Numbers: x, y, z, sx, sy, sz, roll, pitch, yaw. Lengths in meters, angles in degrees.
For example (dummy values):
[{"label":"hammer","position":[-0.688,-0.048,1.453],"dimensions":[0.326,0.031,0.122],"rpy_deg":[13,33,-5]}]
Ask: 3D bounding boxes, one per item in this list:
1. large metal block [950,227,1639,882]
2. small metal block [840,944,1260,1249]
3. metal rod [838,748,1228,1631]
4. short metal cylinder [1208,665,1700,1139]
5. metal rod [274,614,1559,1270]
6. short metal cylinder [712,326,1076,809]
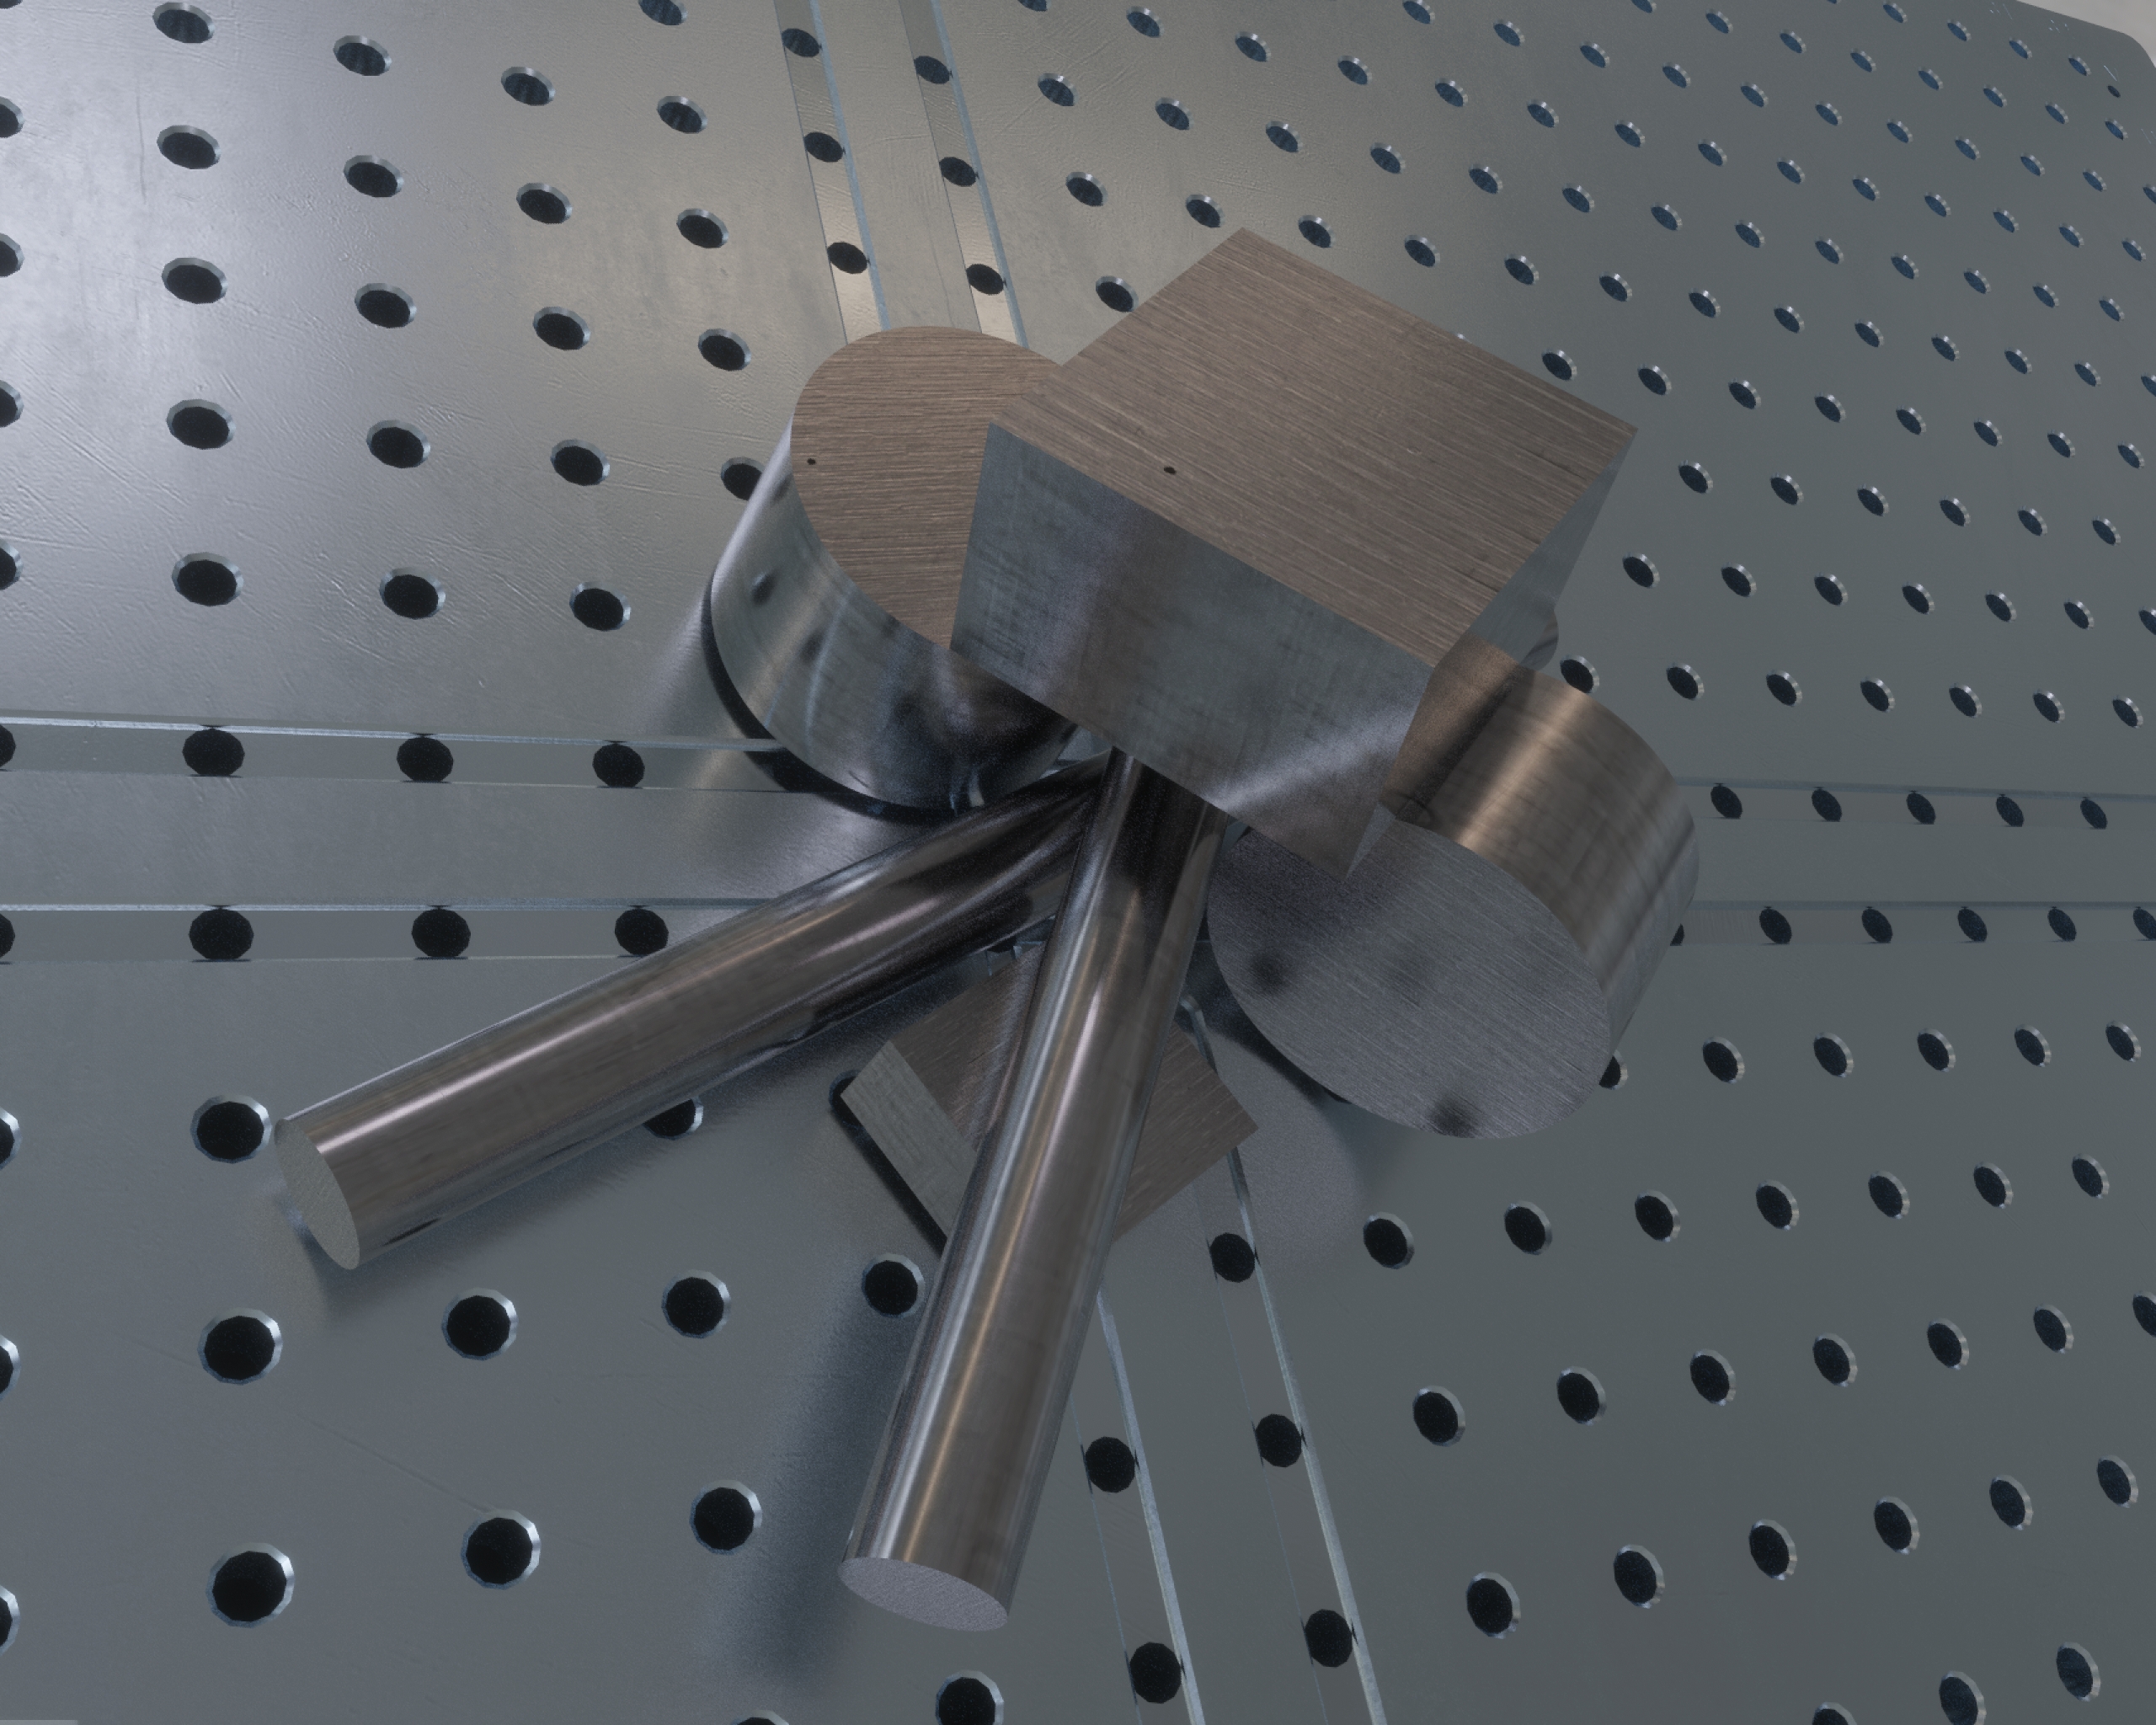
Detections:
[{"label":"large metal block","position":[0.037,-0.056,0.360],"dimensions":[0.080,0.050,0.080],"rpy_deg":[32,50,14]},{"label":"small metal block","position":[-0.005,0.045,0.374],"dimensions":[0.050,0.025,0.050],"rpy_deg":[-32,80,-38]},{"label":"metal rod","position":[0.016,-0.010,0.386],"dimensions":[0.025,0.025,0.300],"rpy_deg":[27,52,-12]},{"label":"short metal cylinder","position":[0.072,0.007,0.404],"dimensions":[0.080,0.080,0.050],"rpy_deg":[40,52,-1]},{"label":"metal rod","position":[-0.005,-0.003,0.403],"dimensions":[0.302,0.025,0.025],"rpy_deg":[-26,76,-37]},{"label":"short metal cylinder","position":[-0.025,-0.057,0.409],"dimensions":[0.081,0.050,0.080],"rpy_deg":[14,56,-21]}]
